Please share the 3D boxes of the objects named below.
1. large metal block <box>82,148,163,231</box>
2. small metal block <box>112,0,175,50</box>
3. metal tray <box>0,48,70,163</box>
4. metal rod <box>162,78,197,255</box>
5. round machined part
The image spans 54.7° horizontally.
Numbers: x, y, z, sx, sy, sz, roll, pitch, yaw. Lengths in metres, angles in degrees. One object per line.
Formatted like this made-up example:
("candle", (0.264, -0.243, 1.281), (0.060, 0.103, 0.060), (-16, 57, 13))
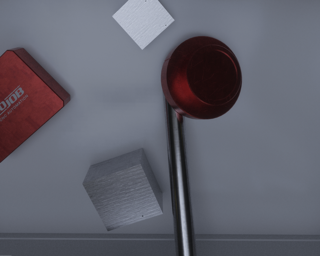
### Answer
("large metal block", (-0.048, 0.084, 0.429), (0.080, 0.050, 0.080), (-20, 109, 6))
("small metal block", (-0.019, -0.129, 0.364), (0.050, 0.025, 0.050), (-40, 106, 13))
("metal tray", (-0.194, -0.027, 0.396), (0.130, 0.030, 0.090), (-39, 106, 12))
("metal rod", (0.026, 0.081, 0.375), (0.025, 0.025, 0.298), (-5, 85, 1))
("round machined part", (0.054, -0.059, 0.361), (0.099, 0.042, 0.097), (0, 91, -19))
